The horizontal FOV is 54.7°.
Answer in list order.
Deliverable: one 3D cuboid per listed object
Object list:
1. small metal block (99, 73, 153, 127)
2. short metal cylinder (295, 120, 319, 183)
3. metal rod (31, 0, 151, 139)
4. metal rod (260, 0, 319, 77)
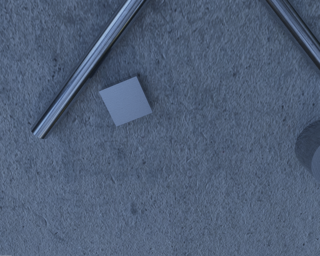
[{"bbox_3d":[-0.042,-0.036,0.396,0.050,0.025,0.050,-21,109,7],"label":"small metal block"},{"bbox_3d":[0.230,0.033,0.412,0.081,0.050,0.079,0,110,-1],"label":"short metal cylinder"},{"bbox_3d":[-0.064,-0.103,0.370,0.025,0.025,0.299,37,105,-13],"label":"metal rod"},{"bbox_3d":[0.110,-0.170,0.348,0.025,0.025,0.300,-42,105,14],"label":"metal rod"}]
